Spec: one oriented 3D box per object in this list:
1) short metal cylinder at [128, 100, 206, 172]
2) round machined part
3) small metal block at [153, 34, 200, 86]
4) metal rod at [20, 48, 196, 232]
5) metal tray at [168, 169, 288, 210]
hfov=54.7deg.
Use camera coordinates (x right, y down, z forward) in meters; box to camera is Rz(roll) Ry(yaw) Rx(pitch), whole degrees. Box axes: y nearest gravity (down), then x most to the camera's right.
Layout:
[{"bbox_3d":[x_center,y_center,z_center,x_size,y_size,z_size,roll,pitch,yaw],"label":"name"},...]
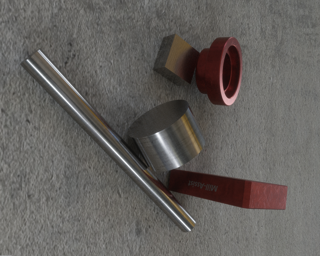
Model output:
[{"bbox_3d":[0.009,0.008,0.378,0.080,0.080,0.050,-43,117,-32],"label":"short metal cylinder"},{"bbox_3d":[0.085,-0.082,0.454,0.099,0.042,0.097,-20,114,-56],"label":"round machined part"},{"bbox_3d":[0.023,-0.092,0.426,0.050,0.025,0.050,27,73,-37],"label":"small metal block"},{"bbox_3d":[-0.043,0.034,0.370,0.300,0.025,0.025,51,60,-28],"label":"metal rod"},{"bbox_3d":[0.086,0.080,0.411,0.091,0.130,0.030,14,81,-40],"label":"metal tray"}]
